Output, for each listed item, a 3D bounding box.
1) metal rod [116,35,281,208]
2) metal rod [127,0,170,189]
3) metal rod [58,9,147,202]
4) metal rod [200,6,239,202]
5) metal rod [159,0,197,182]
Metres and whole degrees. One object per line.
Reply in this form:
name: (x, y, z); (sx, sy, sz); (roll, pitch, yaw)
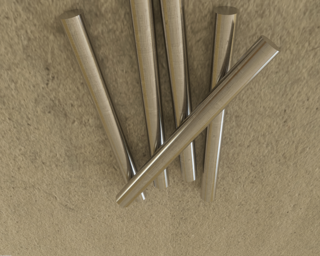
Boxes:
metal rod: (0.027, 0.012, 0.383); (0.025, 0.025, 0.298); (26, 125, -21)
metal rod: (-0.009, -0.028, 0.382); (0.025, 0.025, 0.298); (-4, 130, 3)
metal rod: (-0.061, -0.002, 0.404); (0.025, 0.025, 0.298); (-8, 130, 6)
metal rod: (0.072, -0.004, 0.405); (0.025, 0.025, 0.298); (-2, 130, 1)
metal rod: (0.025, -0.041, 0.372); (0.025, 0.025, 0.298); (-6, 130, 4)
